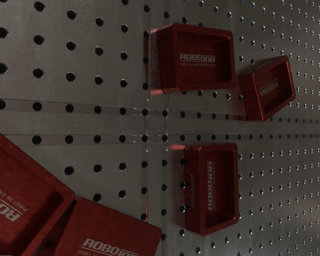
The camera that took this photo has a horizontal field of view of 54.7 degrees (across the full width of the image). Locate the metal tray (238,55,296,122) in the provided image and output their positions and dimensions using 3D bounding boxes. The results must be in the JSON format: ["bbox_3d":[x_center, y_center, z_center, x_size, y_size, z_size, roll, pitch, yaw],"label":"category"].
[{"bbox_3d":[0.205,-0.076,0.580,0.131,0.030,0.089,-29,109,-36],"label":"metal tray"}]

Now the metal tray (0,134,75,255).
[{"bbox_3d":[-0.154,0.059,0.277,0.130,0.030,0.090,50,61,-29],"label":"metal tray"}]

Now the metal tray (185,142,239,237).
[{"bbox_3d":[0.081,0.089,0.476,0.091,0.030,0.129,-3,92,-40],"label":"metal tray"}]

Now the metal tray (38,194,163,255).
[{"bbox_3d":[-0.064,0.139,0.354,0.130,0.030,0.090,34,69,-35],"label":"metal tray"}]

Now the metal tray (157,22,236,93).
[{"bbox_3d":[0.059,-0.100,0.457,0.131,0.030,0.089,-8,96,-40],"label":"metal tray"}]
